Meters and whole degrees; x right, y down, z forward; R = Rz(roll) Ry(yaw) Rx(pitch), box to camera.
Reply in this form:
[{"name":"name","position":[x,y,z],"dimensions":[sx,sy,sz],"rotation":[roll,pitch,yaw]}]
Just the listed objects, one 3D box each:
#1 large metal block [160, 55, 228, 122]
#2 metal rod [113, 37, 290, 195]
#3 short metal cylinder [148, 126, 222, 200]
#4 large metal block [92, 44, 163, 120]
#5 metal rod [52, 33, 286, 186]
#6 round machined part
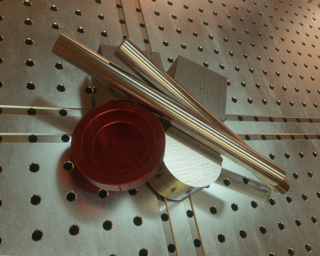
[{"name":"large metal block","position":[0.046,-0.044,0.437],"dimensions":[0.080,0.050,0.080],"rotation":[22,54,-15]},{"name":"metal rod","position":[0.066,-0.002,0.392],"dimensions":[0.301,0.025,0.025],"rotation":[39,50,-21]},{"name":"short metal cylinder","position":[0.027,0.041,0.376],"dimensions":[0.081,0.050,0.080],"rotation":[14,56,-21]},{"name":"large metal block","position":[-0.039,-0.054,0.396],"dimensions":[0.081,0.050,0.080],"rotation":[1,61,-28]},{"name":"metal rod","position":[0.019,-0.015,0.357],"dimensions":[0.301,0.025,0.025],"rotation":[31,52,-10]},{"name":"round machined part","position":[-0.044,0.023,0.341],"dimensions":[0.099,0.042,0.098],"rotation":[1,61,-1]}]
